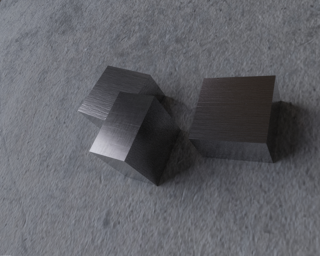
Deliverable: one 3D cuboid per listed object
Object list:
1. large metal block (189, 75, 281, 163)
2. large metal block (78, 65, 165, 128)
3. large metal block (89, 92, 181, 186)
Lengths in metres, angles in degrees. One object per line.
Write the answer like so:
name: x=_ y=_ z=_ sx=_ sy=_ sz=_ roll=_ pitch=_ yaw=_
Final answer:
large metal block: x=0.087 y=-0.010 z=0.348 sx=0.080 sy=0.050 sz=0.080 roll=3 pitch=63 yaw=29
large metal block: x=-0.053 y=-0.035 z=0.436 sx=0.080 sy=0.050 sz=0.080 roll=19 pitch=71 yaw=35
large metal block: x=-0.025 y=0.014 z=0.372 sx=0.050 sy=0.080 sz=0.080 roll=11 pitch=67 yaw=32
